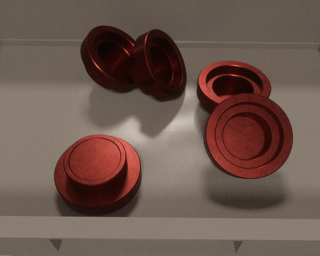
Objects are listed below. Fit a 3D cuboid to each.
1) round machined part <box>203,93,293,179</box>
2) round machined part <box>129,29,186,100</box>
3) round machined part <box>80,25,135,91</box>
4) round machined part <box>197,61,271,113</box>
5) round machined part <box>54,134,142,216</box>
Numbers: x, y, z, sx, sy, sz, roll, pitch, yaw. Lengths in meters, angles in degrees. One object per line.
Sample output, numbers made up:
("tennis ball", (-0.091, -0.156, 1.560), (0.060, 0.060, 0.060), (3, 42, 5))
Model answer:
("round machined part", (0.101, 0.011, 0.368), (0.099, 0.042, 0.097), (0, 81, 0))
("round machined part", (-0.006, -0.086, 0.443), (0.042, 0.098, 0.098), (-15, 41, 35))
("round machined part", (-0.071, -0.097, 0.455), (0.099, 0.042, 0.098), (20, 54, -30))
("round machined part", (0.100, -0.048, 0.435), (0.099, 0.042, 0.098), (1, 49, 0))
("round machined part", (-0.071, 0.046, 0.355), (0.099, 0.042, 0.098), (0, 50, 0))
